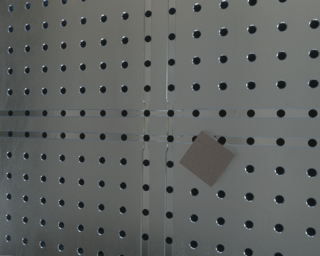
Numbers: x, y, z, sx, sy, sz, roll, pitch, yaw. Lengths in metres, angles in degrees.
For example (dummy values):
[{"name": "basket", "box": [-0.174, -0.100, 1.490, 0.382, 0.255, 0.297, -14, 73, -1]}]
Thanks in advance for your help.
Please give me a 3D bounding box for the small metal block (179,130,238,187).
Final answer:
[{"name": "small metal block", "box": [0.061, 0.038, 0.391, 0.050, 0.025, 0.050, 37, 102, 16]}]
